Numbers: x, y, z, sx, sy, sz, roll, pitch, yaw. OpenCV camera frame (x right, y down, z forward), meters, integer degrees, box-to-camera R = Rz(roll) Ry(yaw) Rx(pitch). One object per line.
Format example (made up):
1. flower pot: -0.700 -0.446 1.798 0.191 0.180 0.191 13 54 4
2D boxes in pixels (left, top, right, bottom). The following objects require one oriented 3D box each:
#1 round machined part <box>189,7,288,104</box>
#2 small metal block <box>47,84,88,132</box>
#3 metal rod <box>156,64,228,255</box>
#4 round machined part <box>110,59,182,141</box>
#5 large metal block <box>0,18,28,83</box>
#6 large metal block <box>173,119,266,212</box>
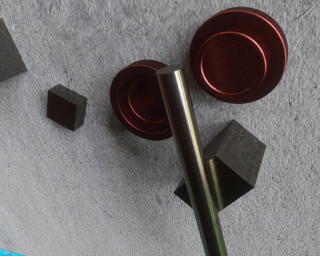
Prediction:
1. round machined part: 0.075 -0.068 0.314 0.098 0.042 0.097 13 124 21
2. small metal block: -0.139 -0.030 0.462 0.050 0.025 0.050 27 128 11
3. metal rod: 0.046 0.080 0.328 0.025 0.025 0.298 -2 118 29
4. round machined part: -0.008 -0.037 0.377 0.098 0.042 0.097 13 124 21
5. large metal block: -0.253 -0.103 0.441 0.050 0.080 0.080 -5 116 30
6. large metal block: 0.071 0.048 0.363 0.050 0.080 0.080 40 129 1
